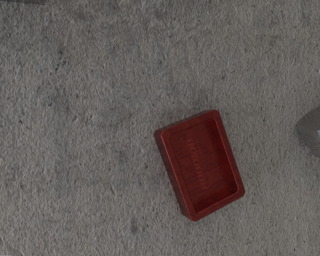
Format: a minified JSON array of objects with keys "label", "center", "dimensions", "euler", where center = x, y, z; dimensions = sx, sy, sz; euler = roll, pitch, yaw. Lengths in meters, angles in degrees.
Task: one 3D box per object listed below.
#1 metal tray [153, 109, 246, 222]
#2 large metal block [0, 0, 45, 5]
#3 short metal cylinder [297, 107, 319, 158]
[{"label":"metal tray","center":[0.056,0.049,0.427],"dimensions":[0.091,0.030,0.129],"euler":[-22,98,-19]},{"label":"large metal block","center":[-0.163,-0.170,0.319],"dimensions":[0.081,0.080,0.050],"euler":[-2,91,-20]},{"label":"short metal cylinder","center":[0.262,0.002,0.477],"dimensions":[0.080,0.080,0.050],"euler":[-38,102,-16]}]
